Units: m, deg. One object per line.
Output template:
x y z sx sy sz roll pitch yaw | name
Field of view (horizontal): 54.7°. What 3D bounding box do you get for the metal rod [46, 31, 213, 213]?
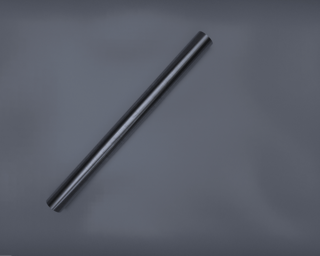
-0.040 -0.008 0.410 0.025 0.025 0.300 42 90 -1 | metal rod
